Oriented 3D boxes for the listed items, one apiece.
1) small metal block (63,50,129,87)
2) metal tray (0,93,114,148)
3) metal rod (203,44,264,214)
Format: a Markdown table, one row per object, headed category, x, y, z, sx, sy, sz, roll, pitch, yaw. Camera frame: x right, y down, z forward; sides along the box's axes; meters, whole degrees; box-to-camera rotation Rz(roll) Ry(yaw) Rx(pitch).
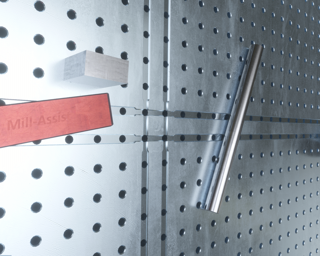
| category | x | y | z | sx | sy | sz | roll | pitch | yaw |
| --- | --- | --- | --- | --- | --- | --- | --- | --- | --- |
| small metal block | -0.070 | -0.062 | 0.336 | 0.050 | 0.050 | 0.025 | 5 | 87 | -40 |
| metal tray | -0.119 | -0.006 | 0.267 | 0.131 | 0.090 | 0.030 | -13 | 99 | -40 |
| metal rod | 0.127 | -0.007 | 0.518 | 0.025 | 0.025 | 0.299 | 31 | 71 | -36 |
